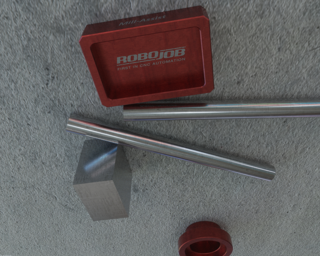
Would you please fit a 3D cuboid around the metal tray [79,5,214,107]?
[{"bbox_3d":[-0.010,-0.075,0.340,0.131,0.030,0.090,-8,130,6],"label":"metal tray"}]

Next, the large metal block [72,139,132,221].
[{"bbox_3d":[-0.075,0.070,0.430,0.050,0.080,0.080,-8,130,6],"label":"large metal block"}]

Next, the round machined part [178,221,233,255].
[{"bbox_3d":[0.083,0.210,0.576,0.099,0.042,0.097,-1,130,0],"label":"round machined part"}]

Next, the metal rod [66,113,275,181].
[{"bbox_3d":[0.024,0.030,0.433,0.302,0.025,0.025,15,129,-13],"label":"metal rod"}]

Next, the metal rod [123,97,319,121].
[{"bbox_3d":[0.107,-0.024,0.388,0.302,0.025,0.025,-1,130,0],"label":"metal rod"}]
